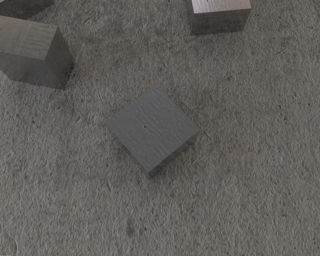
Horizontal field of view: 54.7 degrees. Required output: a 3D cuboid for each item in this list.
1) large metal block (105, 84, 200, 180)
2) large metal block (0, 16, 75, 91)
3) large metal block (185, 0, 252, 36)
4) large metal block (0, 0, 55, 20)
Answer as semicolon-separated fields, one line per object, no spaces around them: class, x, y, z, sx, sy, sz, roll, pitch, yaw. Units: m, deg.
large metal block;-0.009;0.006;0.392;0.080;0.050;0.080;-39;75;-13
large metal block;-0.170;-0.097;0.413;0.080;0.080;0.050;11;71;4
large metal block;0.083;-0.191;0.465;0.081;0.050;0.080;-6;70;-2
large metal block;-0.224;-0.212;0.471;0.080;0.050;0.080;-37;74;-12
